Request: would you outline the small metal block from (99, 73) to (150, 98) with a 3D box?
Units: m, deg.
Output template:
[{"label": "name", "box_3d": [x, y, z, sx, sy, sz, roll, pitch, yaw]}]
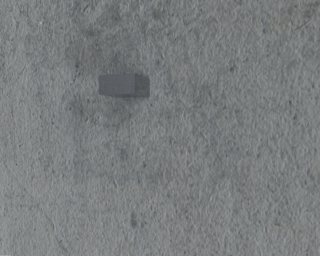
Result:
[{"label": "small metal block", "box_3d": [-0.046, -0.055, 0.411, 0.050, 0.050, 0.025, 0, 90, 19]}]
